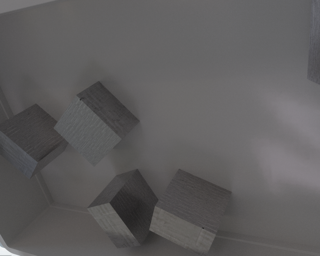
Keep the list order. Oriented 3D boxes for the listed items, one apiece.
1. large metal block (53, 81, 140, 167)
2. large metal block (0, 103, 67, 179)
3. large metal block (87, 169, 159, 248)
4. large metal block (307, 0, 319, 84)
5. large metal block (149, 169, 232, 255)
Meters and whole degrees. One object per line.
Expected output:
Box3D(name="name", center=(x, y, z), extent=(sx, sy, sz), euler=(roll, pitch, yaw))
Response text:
Box3D(name="large metal block", center=(-0.090, -0.005, 0.437), extent=(0.080, 0.050, 0.080), euler=(45, 129, -3))
Box3D(name="large metal block", center=(-0.202, 0.019, 0.492), extent=(0.080, 0.080, 0.050), euler=(40, 129, 0))
Box3D(name="large metal block", center=(-0.050, 0.123, 0.476), extent=(0.050, 0.080, 0.080), euler=(-23, 106, 36))
Box3D(name="large metal block", center=(0.162, -0.069, 0.236), extent=(0.050, 0.080, 0.079), euler=(-13, 117, -5))
Box3D(name="large metal block", center=(0.042, 0.112, 0.420), extent=(0.080, 0.080, 0.050), euler=(22, 127, 15))
